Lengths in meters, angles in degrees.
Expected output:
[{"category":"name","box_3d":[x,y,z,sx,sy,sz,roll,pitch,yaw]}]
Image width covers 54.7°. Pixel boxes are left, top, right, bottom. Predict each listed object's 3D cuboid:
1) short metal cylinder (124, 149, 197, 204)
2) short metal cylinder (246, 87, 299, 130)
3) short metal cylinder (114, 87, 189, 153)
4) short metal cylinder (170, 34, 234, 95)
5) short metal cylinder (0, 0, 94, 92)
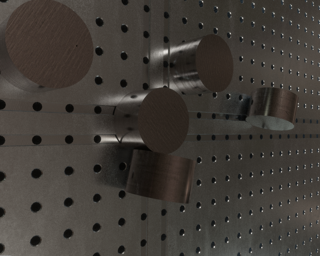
[{"category":"short metal cylinder","box_3d":[0.001,0.058,0.376,0.080,0.080,0.050,18,79,-39]},{"category":"short metal cylinder","box_3d":[0.195,-0.032,0.540,0.080,0.080,0.050,24,75,-38]},{"category":"short metal cylinder","box_3d":[-0.010,-0.009,0.386,0.081,0.050,0.079,0,91,-40]},{"category":"short metal cylinder","box_3d":[0.061,-0.089,0.446,0.081,0.050,0.079,0,90,-40]},{"category":"short metal cylinder","box_3d":[-0.113,-0.076,0.299,0.081,0.050,0.079,0,90,-40]}]
